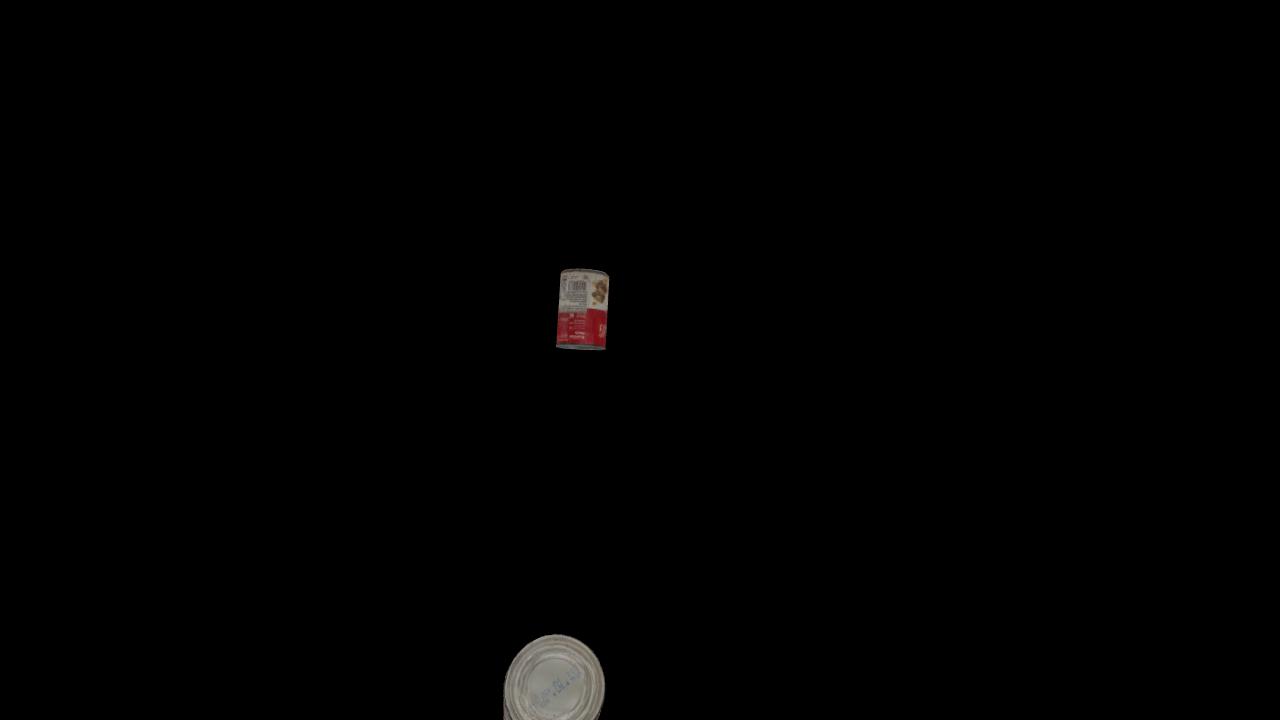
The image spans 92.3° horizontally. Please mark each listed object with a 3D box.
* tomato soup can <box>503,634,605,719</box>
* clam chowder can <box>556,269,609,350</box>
[{"bbox_3d":[-0.062,0.242,0.430,0.068,0.068,0.101,0,-44,-11],"label":"tomato soup can"},{"bbox_3d":[-0.077,-0.066,0.827,0.068,0.102,0.068,2,-3,0],"label":"clam chowder can"}]
